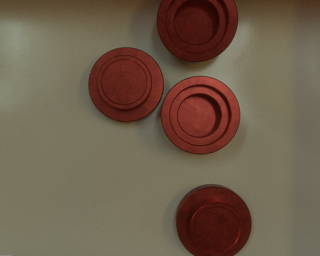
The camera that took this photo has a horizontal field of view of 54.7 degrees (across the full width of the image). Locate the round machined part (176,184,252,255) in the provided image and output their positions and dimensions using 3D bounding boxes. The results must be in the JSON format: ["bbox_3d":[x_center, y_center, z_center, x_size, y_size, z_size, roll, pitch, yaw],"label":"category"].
[{"bbox_3d":[0.071,0.125,0.403,0.099,0.042,0.097,0,90,0],"label":"round machined part"}]

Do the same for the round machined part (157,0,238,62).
[{"bbox_3d":[0.046,-0.135,0.396,0.099,0.042,0.097,1,103,3],"label":"round machined part"}]

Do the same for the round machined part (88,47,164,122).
[{"bbox_3d":[-0.044,-0.057,0.402,0.099,0.042,0.097,0,90,0],"label":"round machined part"}]

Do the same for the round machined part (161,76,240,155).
[{"bbox_3d":[0.050,-0.016,0.403,0.099,0.042,0.097,0,90,0],"label":"round machined part"}]
